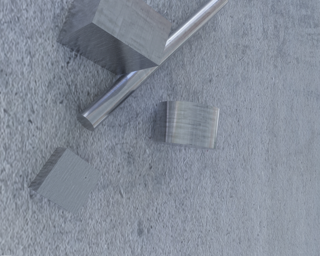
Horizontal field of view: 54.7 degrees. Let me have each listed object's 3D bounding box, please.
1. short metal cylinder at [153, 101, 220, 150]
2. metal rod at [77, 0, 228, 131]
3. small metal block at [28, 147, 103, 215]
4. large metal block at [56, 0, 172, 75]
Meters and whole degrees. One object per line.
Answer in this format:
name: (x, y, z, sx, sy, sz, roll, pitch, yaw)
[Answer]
short metal cylinder: (0.034, -0.002, 0.398, 0.081, 0.080, 0.050, 12, 83, -40)
metal rod: (0.007, -0.103, 0.409, 0.301, 0.025, 0.025, -48, 119, -29)
small metal block: (-0.097, 0.055, 0.323, 0.050, 0.025, 0.050, 44, 64, -31)
large metal block: (-0.049, -0.101, 0.328, 0.080, 0.080, 0.050, 26, 74, -37)
